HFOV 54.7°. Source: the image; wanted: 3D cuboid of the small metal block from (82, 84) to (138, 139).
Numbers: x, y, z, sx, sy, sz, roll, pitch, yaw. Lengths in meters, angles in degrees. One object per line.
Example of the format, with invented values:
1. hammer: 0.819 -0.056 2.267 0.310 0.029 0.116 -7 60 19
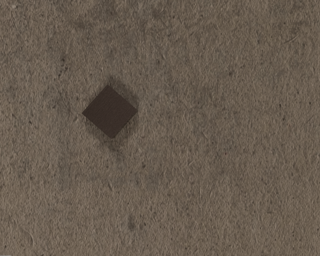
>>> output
1. small metal block: -0.065 -0.021 0.409 0.050 0.025 0.050 41 90 -1
